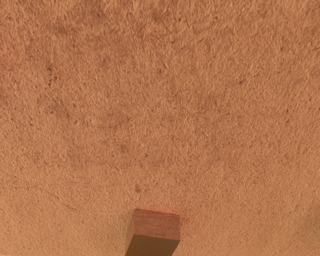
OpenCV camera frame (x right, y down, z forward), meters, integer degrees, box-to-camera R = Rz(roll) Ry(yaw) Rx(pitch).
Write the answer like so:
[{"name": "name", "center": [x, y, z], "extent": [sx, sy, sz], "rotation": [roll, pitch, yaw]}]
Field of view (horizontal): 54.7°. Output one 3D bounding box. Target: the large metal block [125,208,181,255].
[{"name": "large metal block", "center": [-0.015, 0.194, 0.556], "extent": [0.081, 0.050, 0.079], "rotation": [12, 129, -10]}]
